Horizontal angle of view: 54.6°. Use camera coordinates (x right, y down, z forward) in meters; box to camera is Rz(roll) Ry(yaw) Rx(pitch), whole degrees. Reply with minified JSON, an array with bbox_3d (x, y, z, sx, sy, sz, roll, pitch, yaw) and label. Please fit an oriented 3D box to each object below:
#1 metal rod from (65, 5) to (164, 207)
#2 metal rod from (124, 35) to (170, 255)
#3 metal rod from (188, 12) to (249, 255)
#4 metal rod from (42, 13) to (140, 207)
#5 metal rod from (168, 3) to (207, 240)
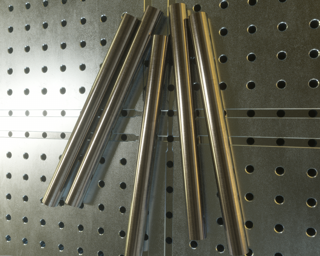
[{"bbox_3d":[-0.067,-0.024,0.437,0.025,0.025,0.299,27,99,18],"label":"metal rod"},{"bbox_3d":[-0.017,0.027,0.419,0.025,0.025,0.298,9,93,20],"label":"metal rod"},{"bbox_3d":[0.072,0.004,0.387,0.025,0.025,0.299,-11,86,20],"label":"metal rod"},{"bbox_3d":[-0.102,-0.019,0.448,0.025,0.025,0.299,29,99,17],"label":"metal rod"},{"bbox_3d":[0.035,-0.009,0.400,0.025,0.025,0.298,-5,88,20],"label":"metal rod"}]
